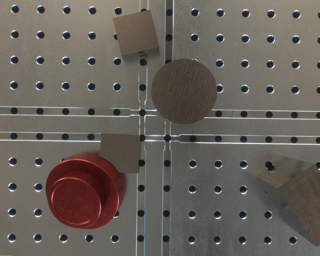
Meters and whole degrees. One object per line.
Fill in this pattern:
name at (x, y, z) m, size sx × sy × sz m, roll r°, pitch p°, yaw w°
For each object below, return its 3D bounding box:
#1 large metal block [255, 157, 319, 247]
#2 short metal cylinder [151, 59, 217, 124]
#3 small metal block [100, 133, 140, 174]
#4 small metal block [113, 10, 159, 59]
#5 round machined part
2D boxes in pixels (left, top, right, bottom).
large metal block at (0.175, 0.087, 0.388) m, size 0.050 × 0.080 × 0.080 m, roll -33°, pitch 90°, yaw 0°
short metal cylinder at (0.029, -0.045, 0.401) m, size 0.081 × 0.050 × 0.079 m, roll 0°, pitch 90°, yaw -1°
small metal block at (-0.052, 0.033, 0.413) m, size 0.050 × 0.025 × 0.050 m, roll 3°, pitch 90°, yaw -1°
small metal block at (-0.031, -0.124, 0.413) m, size 0.050 × 0.025 × 0.050 m, roll -13°, pitch 90°, yaw -1°
round machined part at (-0.099, 0.085, 0.390) m, size 0.098 × 0.042 × 0.097 m, roll 3°, pitch 105°, yaw 10°
